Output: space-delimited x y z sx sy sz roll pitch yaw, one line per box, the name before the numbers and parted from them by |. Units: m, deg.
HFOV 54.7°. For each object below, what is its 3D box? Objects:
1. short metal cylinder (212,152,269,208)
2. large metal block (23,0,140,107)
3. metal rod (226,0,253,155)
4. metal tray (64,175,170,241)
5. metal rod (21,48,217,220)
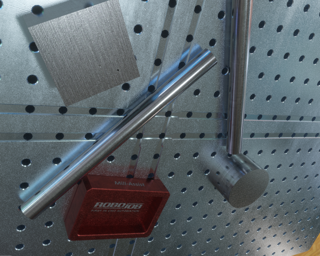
short metal cylinder | 0.136 0.088 0.527 0.081 0.050 0.079 -14 124 -21
large metal block | -0.075 -0.080 0.306 0.081 0.050 0.080 -25 128 -13
metal rod | 0.106 -0.087 0.417 0.025 0.025 0.298 -19 126 -18
metal tray | -0.060 0.117 0.449 0.131 0.030 0.089 11 113 -33
metal rod | -0.050 0.007 0.389 0.300 0.025 0.025 -41 130 -1
